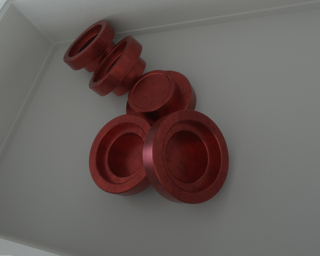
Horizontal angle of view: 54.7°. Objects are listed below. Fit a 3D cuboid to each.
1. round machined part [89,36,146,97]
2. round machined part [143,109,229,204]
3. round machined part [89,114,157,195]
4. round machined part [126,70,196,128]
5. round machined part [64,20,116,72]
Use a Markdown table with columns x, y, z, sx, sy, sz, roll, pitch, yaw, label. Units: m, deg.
| x | y | z | sx | sy | sz | roll | pitch | yaw | label |
| --- | --- | --- | --- | --- | --- | --- | --- | --- | --- |
| -0.059 | -0.086 | 0.463 | 0.098 | 0.042 | 0.098 | -38 | 29 | 27 | round machined part |
| 0.024 | 0.032 | 0.337 | 0.042 | 0.098 | 0.098 | -19 | 47 | 56 | round machined part |
| -0.037 | 0.035 | 0.386 | 0.098 | 0.042 | 0.098 | -11 | 66 | 27 | round machined part |
| -0.004 | -0.040 | 0.422 | 0.098 | 0.042 | 0.098 | -13 | 56 | 21 | round machined part |
| -0.113 | -0.133 | 0.525 | 0.098 | 0.042 | 0.098 | -27 | 38 | 24 | round machined part |
